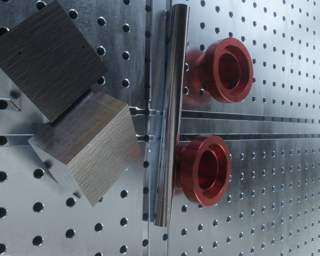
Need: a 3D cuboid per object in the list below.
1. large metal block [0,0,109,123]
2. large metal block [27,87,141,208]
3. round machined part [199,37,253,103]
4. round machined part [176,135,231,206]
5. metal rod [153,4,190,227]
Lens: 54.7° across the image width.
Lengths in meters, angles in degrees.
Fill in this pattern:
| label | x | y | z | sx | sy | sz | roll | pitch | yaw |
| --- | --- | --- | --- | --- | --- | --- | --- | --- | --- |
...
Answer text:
| label | x | y | z | sx | sy | sz | roll | pitch | yaw |
| --- | --- | --- | --- | --- | --- | --- | --- | --- | --- |
| large metal block | -0.112 | -0.061 | 0.299 | 0.080 | 0.050 | 0.080 | -51 | 120 | -28 |
| large metal block | -0.069 | 0.019 | 0.313 | 0.080 | 0.050 | 0.080 | -49 | 151 | -29 |
| round machined part | 0.098 | -0.087 | 0.480 | 0.099 | 0.042 | 0.097 | 0 | 90 | -40 |
| round machined part | 0.058 | 0.058 | 0.441 | 0.099 | 0.042 | 0.097 | -3 | 94 | -48 |
| metal rod | 0.016 | -0.020 | 0.422 | 0.025 | 0.025 | 0.298 | 9 | 85 | -40 |
